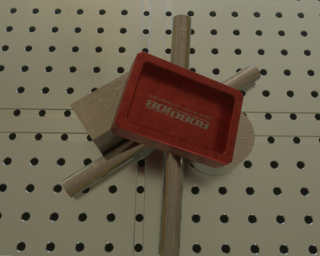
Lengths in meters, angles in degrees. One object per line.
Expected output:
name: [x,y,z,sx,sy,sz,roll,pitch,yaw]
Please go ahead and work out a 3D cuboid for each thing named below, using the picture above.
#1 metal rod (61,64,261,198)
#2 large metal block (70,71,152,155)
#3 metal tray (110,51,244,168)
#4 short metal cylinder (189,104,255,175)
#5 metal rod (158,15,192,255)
metal rod: [0.010,-0.002,0.413,0.301,0.025,0.025,-32,74,-12]
large metal block: [-0.054,-0.014,0.386,0.080,0.080,0.050,-32,74,-11]
metal tray: [0.022,-0.018,0.341,0.131,0.030,0.090,19,70,-13]
short metal cylinder: [0.072,0.016,0.392,0.081,0.050,0.080,0,70,0]
metal rod: [0.020,0.000,0.388,0.025,0.025,0.299,4,79,1]
